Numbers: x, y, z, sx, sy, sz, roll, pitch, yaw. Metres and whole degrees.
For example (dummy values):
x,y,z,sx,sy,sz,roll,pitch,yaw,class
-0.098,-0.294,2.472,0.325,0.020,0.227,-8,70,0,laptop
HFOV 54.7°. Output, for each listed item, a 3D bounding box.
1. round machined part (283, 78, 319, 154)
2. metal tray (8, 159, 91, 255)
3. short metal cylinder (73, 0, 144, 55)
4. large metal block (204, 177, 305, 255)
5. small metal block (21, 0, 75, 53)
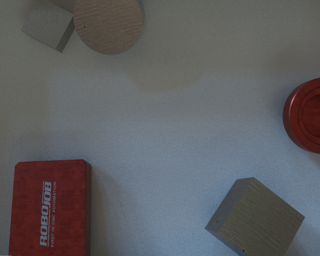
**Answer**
x,y,z,sx,sy,sz,roll,pitch,yaw,class
0.209,-0.016,0.406,0.099,0.042,0.097,0,90,-1,round machined part
-0.136,0.108,0.392,0.091,0.030,0.129,-2,76,-1,metal tray
-0.060,-0.136,0.382,0.081,0.050,0.079,0,118,0,short metal cylinder
0.118,0.120,0.390,0.080,0.050,0.080,38,73,0,large metal block
-0.145,-0.135,0.409,0.050,0.025,0.050,28,90,-1,small metal block
